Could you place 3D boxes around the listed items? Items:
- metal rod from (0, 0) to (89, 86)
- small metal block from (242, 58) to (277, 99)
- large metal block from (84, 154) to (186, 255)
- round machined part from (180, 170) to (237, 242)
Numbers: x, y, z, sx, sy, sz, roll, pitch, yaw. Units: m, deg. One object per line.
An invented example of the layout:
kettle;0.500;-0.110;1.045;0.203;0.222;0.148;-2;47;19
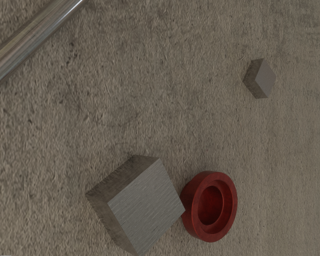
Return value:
metal rod;-0.157;-0.040;0.273;0.025;0.025;0.301;49;61;-29
small metal block;0.179;-0.088;0.555;0.050;0.025;0.050;41;65;-32
large metal block;-0.027;0.089;0.366;0.080;0.050;0.080;-39;114;-33
round machined part;0.066;0.110;0.449;0.099;0.042;0.097;0;90;-40
